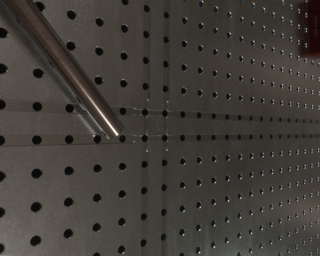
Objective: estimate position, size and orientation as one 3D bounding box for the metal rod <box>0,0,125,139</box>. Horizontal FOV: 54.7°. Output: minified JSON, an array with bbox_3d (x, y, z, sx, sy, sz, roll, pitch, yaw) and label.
[{"bbox_3d":[-0.128,-0.108,0.302,0.025,0.025,0.299,-49,119,-29],"label":"metal rod"}]

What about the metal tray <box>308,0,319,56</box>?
[{"bbox_3d":[0.392,-0.237,0.739,0.091,0.030,0.129,-6,94,-40],"label":"metal tray"}]
